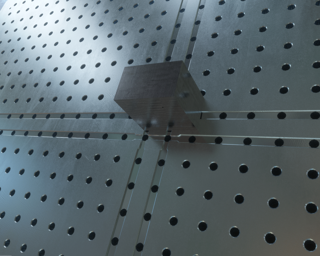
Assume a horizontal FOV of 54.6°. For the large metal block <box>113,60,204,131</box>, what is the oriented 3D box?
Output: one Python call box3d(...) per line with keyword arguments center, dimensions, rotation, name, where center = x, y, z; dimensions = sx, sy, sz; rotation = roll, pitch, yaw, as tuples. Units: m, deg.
box3d(center=(0.002, -0.037, 0.396), dimensions=(0.080, 0.080, 0.050), rotation=(0, 62, 28), name="large metal block")
